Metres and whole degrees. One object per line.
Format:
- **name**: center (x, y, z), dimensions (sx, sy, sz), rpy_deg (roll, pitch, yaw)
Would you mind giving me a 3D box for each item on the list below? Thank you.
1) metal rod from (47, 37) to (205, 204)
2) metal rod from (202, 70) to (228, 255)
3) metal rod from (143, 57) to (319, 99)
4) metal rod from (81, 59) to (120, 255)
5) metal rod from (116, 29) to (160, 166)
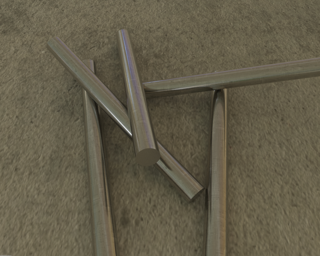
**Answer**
- **metal rod**: center (-0.057, -0.024, 0.398), dimensions (0.025, 0.025, 0.300), rpy_deg (-34, 65, -25)
- **metal rod**: center (0.070, 0.035, 0.374), dimensions (0.025, 0.025, 0.300), rpy_deg (7, 50, 5)
- **metal rod**: center (0.111, -0.069, 0.420), dimensions (0.301, 0.025, 0.025), rpy_deg (-6, 49, 11)
- **metal rod**: center (-0.081, 0.015, 0.389), dimensions (0.025, 0.025, 0.300), rpy_deg (-9, 51, -8)
- **metal rod**: center (-0.038, -0.065, 0.423), dimensions (0.025, 0.025, 0.300), rpy_deg (-8, 40, -7)
